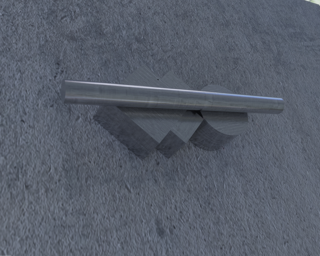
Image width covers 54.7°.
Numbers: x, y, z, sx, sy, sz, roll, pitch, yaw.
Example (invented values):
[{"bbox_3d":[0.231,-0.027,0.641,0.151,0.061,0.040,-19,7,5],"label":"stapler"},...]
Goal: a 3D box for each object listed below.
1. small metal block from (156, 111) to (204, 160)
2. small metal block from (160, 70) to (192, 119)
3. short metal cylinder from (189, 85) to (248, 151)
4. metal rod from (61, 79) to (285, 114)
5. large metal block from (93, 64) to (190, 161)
[{"bbox_3d":[0.023,0.007,0.399,0.025,0.050,0.050,41,51,-1],"label":"small metal block"},{"bbox_3d":[0.015,-0.042,0.424,0.050,0.050,0.025,41,51,-1],"label":"small metal block"},{"bbox_3d":[0.076,-0.014,0.437,0.081,0.050,0.080,14,56,-21],"label":"short metal cylinder"},{"bbox_3d":[0.037,-0.034,0.379,0.303,0.025,0.025,1,62,-28],"label":"metal rod"},{"bbox_3d":[-0.021,-0.021,0.388,0.080,0.050,0.080,41,51,-1],"label":"large metal block"}]
